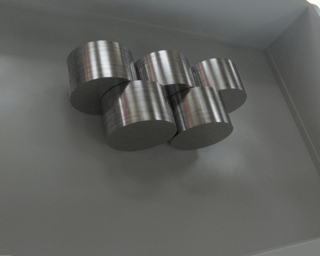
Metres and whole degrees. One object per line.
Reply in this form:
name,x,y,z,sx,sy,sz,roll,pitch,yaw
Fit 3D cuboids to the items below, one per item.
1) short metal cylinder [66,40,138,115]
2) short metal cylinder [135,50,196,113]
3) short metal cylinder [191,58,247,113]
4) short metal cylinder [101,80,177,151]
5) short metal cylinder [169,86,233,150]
short metal cylinder,-0.067,-0.057,0.367,0.081,0.080,0.050,1,62,-28
short metal cylinder,0.005,-0.055,0.404,0.081,0.080,0.050,1,62,-28
short metal cylinder,0.077,-0.054,0.442,0.081,0.080,0.050,2,61,-28
short metal cylinder,-0.025,-0.012,0.362,0.081,0.080,0.050,1,62,-28
short metal cylinder,0.048,-0.010,0.400,0.081,0.080,0.050,1,62,-28
